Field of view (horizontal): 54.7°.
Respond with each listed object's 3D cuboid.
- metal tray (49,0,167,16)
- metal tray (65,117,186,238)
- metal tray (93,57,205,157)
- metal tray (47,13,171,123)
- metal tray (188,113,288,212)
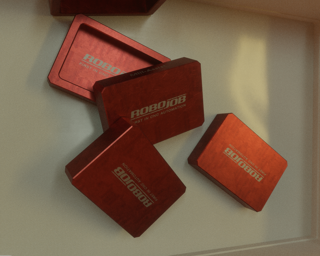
[{"bbox_3d":[-0.058,-0.158,0.354,0.131,0.090,0.030,-8,93,-20],"label":"metal tray"},{"bbox_3d":[-0.035,0.062,0.367,0.090,0.030,0.130,-43,126,-10],"label":"metal tray"},{"bbox_3d":[-0.008,-0.028,0.384,0.131,0.030,0.089,-21,120,-24],"label":"metal tray"},{"bbox_3d":[-0.060,-0.070,0.386,0.131,0.030,0.090,23,82,-19],"label":"metal tray"},{"bbox_3d":[0.116,0.050,0.452,0.130,0.030,0.090,38,78,-16],"label":"metal tray"}]
